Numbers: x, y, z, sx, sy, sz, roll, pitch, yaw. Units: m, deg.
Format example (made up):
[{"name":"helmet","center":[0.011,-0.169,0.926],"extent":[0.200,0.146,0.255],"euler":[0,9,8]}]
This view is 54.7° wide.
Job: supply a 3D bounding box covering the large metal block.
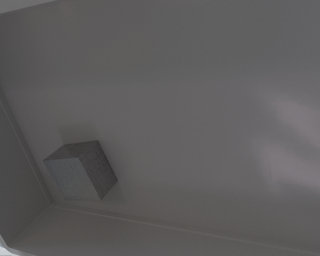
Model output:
[{"name":"large metal block","center":[-0.128,0.070,0.504],"extent":[0.080,0.050,0.080],"euler":[-8,115,32]}]
